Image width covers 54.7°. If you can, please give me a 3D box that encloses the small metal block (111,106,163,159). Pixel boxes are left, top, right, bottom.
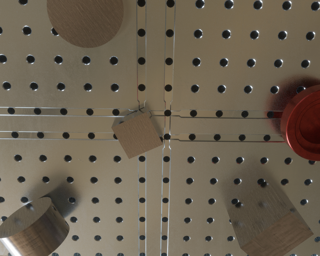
[{"bbox_3d":[-0.029,0.006,0.415,0.050,0.025,0.050,-24,109,8],"label":"small metal block"}]

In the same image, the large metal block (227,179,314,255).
[{"bbox_3d":[0.150,0.131,0.435,0.080,0.080,0.050,-43,105,14],"label":"large metal block"}]

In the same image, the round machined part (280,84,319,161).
[{"bbox_3d":[0.206,-0.010,0.404,0.099,0.042,0.097,0,110,-1],"label":"round machined part"}]

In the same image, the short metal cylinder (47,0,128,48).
[{"bbox_3d":[-0.079,-0.134,0.350,0.081,0.050,0.079,0,110,-1],"label":"short metal cylinder"}]

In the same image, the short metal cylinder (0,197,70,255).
[{"bbox_3d":[-0.176,0.143,0.434,0.080,0.080,0.050,-23,109,8],"label":"short metal cylinder"}]
